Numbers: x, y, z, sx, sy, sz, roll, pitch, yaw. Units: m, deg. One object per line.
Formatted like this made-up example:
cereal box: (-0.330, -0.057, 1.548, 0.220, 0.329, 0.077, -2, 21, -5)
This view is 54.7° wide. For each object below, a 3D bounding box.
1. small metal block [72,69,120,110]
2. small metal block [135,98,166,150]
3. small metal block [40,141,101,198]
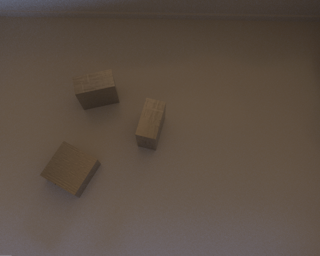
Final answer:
small metal block: (-0.084, -0.050, 0.414, 0.050, 0.050, 0.025, -13, 71, -5)
small metal block: (-0.011, -0.004, 0.398, 0.025, 0.050, 0.050, 14, 71, 5)
small metal block: (-0.111, 0.052, 0.389, 0.050, 0.025, 0.050, 27, 72, 9)
